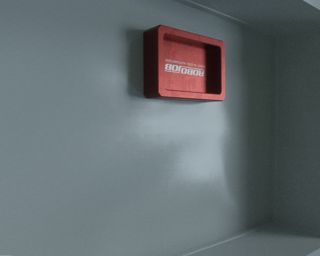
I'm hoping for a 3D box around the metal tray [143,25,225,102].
[{"bbox_3d":[0.038,-0.084,0.433,0.131,0.030,0.090,-1,91,-40],"label":"metal tray"}]
